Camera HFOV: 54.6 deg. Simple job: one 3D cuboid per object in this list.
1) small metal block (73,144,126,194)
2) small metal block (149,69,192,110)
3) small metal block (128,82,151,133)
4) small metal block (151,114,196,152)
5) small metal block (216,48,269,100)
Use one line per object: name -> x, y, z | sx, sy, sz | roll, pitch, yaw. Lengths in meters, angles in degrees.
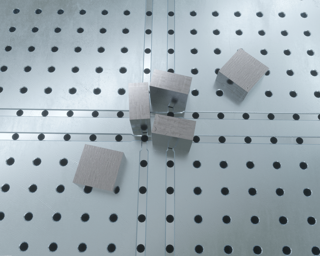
small metal block -> -0.076, 0.052, 0.392 | 0.050, 0.025, 0.050 | 12, 70, 4
small metal block -> 0.014, -0.051, 0.417 | 0.050, 0.050, 0.025 | 13, 71, 5
small metal block -> -0.026, -0.026, 0.408 | 0.025, 0.050, 0.050 | -3, 70, -1
small metal block -> 0.017, 0.007, 0.396 | 0.050, 0.050, 0.025 | 10, 71, 4
small metal block -> 0.116, -0.077, 0.440 | 0.050, 0.025, 0.050 | 40, 75, 13
